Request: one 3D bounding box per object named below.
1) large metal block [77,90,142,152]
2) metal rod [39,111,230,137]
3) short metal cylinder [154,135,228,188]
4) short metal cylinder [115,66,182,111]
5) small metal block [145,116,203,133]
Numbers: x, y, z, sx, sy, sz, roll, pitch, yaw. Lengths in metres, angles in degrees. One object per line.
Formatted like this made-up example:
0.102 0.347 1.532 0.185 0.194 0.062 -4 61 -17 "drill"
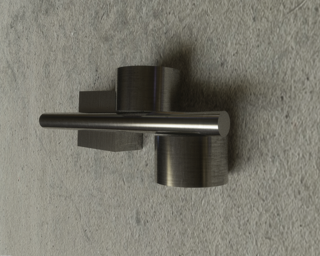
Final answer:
-0.071 -0.011 0.443 0.080 0.050 0.079 4 93 39 "large metal block"
-0.057 -0.008 0.385 0.300 0.025 0.025 2 91 38 "metal rod"
0.034 0.033 0.340 0.080 0.081 0.050 0 90 39 "short metal cylinder"
-0.014 -0.045 0.382 0.080 0.081 0.050 3 92 39 "short metal cylinder"
0.017 -0.005 0.373 0.050 0.050 0.025 2 91 39 "small metal block"
